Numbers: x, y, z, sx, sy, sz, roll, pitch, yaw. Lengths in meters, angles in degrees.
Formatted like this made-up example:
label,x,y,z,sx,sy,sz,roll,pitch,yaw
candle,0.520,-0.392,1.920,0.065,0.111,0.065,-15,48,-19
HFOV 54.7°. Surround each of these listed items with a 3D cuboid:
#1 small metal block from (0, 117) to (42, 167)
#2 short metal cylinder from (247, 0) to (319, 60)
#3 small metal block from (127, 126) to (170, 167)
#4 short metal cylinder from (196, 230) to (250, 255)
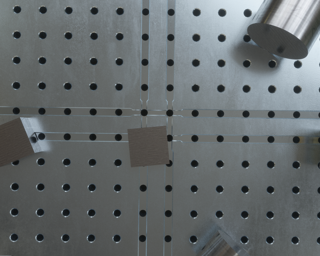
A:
label,x,y,z,sx,sy,sz,roll,pitch,yaw
small metal block,-0.194,0.018,0.412,0.050,0.025,0.050,-22,90,0
short metal cylinder,0.158,-0.129,0.387,0.080,0.080,0.050,30,90,0
small metal block,-0.015,0.024,0.413,0.050,0.025,0.050,-5,90,0
short metal cylinder,0.087,0.175,0.387,0.080,0.080,0.050,41,90,0
